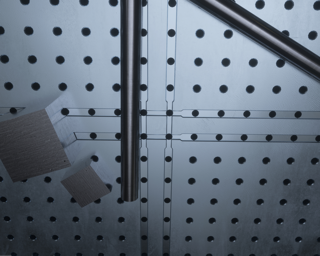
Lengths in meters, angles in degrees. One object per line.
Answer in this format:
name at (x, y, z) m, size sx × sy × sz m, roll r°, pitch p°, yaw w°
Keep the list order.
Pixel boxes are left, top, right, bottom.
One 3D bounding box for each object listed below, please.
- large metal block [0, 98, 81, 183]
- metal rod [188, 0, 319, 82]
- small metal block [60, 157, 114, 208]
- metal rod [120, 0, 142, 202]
large metal block at (-0.162, 0.015, 0.404) m, size 0.080 × 0.050 × 0.080 m, roll -16°, pitch 110°, yaw 6°
metal rod at (0.124, -0.113, 0.372) m, size 0.301 × 0.025 × 0.025 m, roll 28°, pitch 108°, yaw -10°
small metal block at (-0.103, 0.077, 0.441) m, size 0.050 × 0.025 × 0.050 m, roll -30°, pitch 108°, yaw 10°
metal rod at (-0.038, -0.040, 0.398) m, size 0.025 × 0.025 × 0.298 m, roll 2°, pitch 110°, yaw -1°
